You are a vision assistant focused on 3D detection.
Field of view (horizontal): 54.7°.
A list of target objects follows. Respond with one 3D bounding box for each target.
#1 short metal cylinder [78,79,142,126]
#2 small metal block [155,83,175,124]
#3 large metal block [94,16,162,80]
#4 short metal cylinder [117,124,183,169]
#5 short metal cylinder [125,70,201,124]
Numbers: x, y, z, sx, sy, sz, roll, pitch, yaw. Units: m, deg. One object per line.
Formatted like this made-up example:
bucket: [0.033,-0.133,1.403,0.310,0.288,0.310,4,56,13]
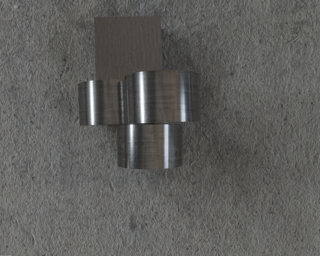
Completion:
short metal cylinder: [-0.059,-0.029,0.384,0.081,0.080,0.050,-2,90,0]
small metal block: [0.007,-0.030,0.401,0.025,0.050,0.050,1,90,0]
large metal block: [-0.038,-0.095,0.399,0.081,0.050,0.080,-2,90,0]
short metal cylinder: [-0.012,0.021,0.384,0.081,0.080,0.050,0,90,0]
short metal cylinder: [0.003,-0.031,0.334,0.081,0.080,0.050,-2,90,0]
